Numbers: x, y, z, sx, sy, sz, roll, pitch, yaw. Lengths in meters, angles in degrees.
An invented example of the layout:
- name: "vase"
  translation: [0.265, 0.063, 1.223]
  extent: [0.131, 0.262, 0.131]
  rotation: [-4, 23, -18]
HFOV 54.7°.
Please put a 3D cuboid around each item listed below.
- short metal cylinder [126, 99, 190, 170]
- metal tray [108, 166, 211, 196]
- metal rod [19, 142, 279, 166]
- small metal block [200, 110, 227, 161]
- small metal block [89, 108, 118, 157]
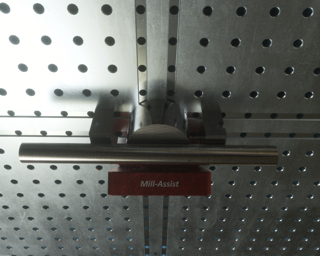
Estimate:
- name: "short metal cylinder"
  translation: [-0.002, 0.010, 0.403]
  extent: [0.081, 0.050, 0.079]
  rotation: [0, 130, 0]
- name: "metal tray"
  translation: [-0.001, 0.072, 0.433]
  extent: [0.131, 0.090, 0.030]
  rotation: [0, 87, -1]
- name: "metal rod"
  translation: [-0.013, 0.031, 0.372]
  extent: [0.302, 0.025, 0.025]
  rotation: [1, 130, -1]
- name: "small metal block"
  translation: [0.068, 0.012, 0.406]
  extent: [0.025, 0.050, 0.050]
  rotation: [-1, 130, 0]
- name: "small metal block"
  translation: [-0.072, 0.009, 0.403]
  extent: [0.025, 0.050, 0.050]
  rotation: [-1, 130, 0]
